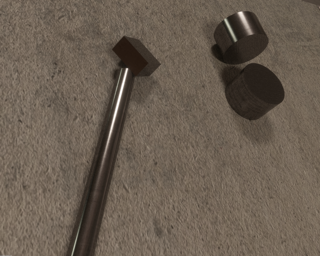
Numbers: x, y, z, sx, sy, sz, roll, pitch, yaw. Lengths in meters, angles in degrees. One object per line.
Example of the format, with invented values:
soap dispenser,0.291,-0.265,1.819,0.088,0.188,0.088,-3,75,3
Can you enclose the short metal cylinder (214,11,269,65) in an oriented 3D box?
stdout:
short metal cylinder,0.141,-0.156,0.542,0.081,0.080,0.050,-3,63,-30

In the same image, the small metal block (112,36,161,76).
small metal block,-0.032,-0.100,0.435,0.050,0.025,0.050,49,21,6

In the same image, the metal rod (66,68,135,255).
metal rod,-0.064,0.049,0.339,0.025,0.025,0.300,20,54,-17

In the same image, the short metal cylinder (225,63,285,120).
short metal cylinder,0.156,-0.060,0.511,0.081,0.050,0.080,14,56,-21
